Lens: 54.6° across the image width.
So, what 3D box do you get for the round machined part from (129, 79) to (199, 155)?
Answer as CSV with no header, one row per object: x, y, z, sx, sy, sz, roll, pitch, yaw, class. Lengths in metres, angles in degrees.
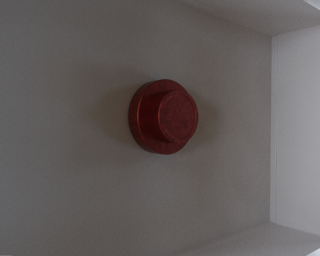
0.012,-0.014,0.400,0.099,0.042,0.097,0,90,-40,round machined part
